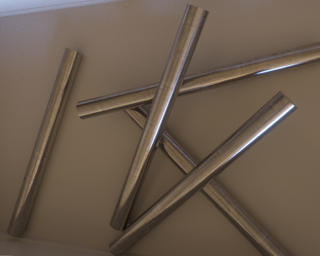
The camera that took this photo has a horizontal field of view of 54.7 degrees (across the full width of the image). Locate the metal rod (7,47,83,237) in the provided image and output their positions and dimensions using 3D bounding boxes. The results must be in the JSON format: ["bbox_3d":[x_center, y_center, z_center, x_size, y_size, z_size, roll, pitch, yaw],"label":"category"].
[{"bbox_3d":[-0.177,0.026,0.470,0.025,0.025,0.298,23,97,18],"label":"metal rod"}]

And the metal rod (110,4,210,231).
[{"bbox_3d":[-0.009,0.004,0.378,0.025,0.025,0.298,27,112,17],"label":"metal rod"}]

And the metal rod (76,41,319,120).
[{"bbox_3d":[0.039,-0.054,0.379,0.301,0.025,0.025,-12,86,13],"label":"metal rod"}]

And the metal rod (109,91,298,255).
[{"bbox_3d":[0.035,0.070,0.371,0.299,0.025,0.025,-46,76,24],"label":"metal rod"}]

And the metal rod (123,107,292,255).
[{"bbox_3d":[0.050,0.062,0.392,0.300,0.025,0.025,45,104,14],"label":"metal rod"}]
